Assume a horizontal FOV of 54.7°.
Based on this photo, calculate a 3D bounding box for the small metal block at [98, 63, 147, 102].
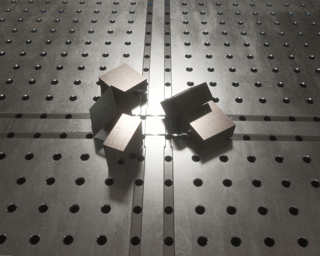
[{"bbox_3d":[-0.055,-0.065,0.462,0.050,0.025,0.050,-35,59,-26],"label":"small metal block"}]

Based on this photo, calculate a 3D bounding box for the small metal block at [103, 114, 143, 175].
[{"bbox_3d":[-0.043,0.020,0.374,0.025,0.050,0.050,17,52,13],"label":"small metal block"}]

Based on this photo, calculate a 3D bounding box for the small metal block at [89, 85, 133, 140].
[{"bbox_3d":[-0.065,-0.018,0.404,0.025,0.050,0.050,23,35,-40],"label":"small metal block"}]

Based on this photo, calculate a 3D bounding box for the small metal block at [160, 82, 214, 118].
[{"bbox_3d":[0.035,-0.037,0.420,0.050,0.050,0.025,-28,98,-22],"label":"small metal block"}]

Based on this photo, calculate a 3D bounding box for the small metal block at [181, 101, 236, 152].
[{"bbox_3d":[0.063,-0.003,0.411,0.050,0.025,0.050,-24,54,-19],"label":"small metal block"}]
